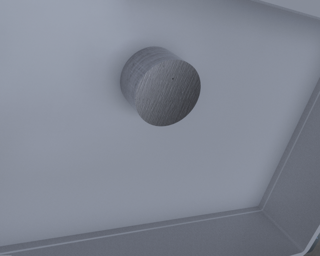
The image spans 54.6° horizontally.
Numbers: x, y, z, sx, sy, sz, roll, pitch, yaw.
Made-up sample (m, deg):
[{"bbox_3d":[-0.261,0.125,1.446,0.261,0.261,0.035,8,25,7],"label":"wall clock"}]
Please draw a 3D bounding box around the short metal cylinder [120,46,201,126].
[{"bbox_3d":[0.000,-0.049,0.362,0.081,0.050,0.080,-14,124,-21],"label":"short metal cylinder"}]
